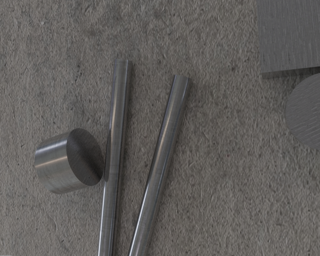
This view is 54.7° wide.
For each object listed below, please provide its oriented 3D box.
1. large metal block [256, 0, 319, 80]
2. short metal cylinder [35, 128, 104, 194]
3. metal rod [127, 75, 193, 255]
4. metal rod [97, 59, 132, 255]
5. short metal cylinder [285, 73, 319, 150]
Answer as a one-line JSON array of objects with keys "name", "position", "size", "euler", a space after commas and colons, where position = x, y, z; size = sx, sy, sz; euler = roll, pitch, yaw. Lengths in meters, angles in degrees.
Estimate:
[{"name": "large metal block", "position": [0.152, -0.101, 0.342], "size": [0.080, 0.050, 0.080], "euler": [-4, 89, 20]}, {"name": "short metal cylinder", "position": [-0.121, 0.045, 0.422], "size": [0.050, 0.080, 0.080], "euler": [-18, 84, 19]}, {"name": "metal rod", "position": [-0.007, 0.078, 0.411], "size": [0.025, 0.025, 0.298], "euler": [16, 95, 19]}, {"name": "metal rod", "position": [-0.064, 0.056, 0.431], "size": [0.025, 0.025, 0.298], "euler": [6, 92, 20]}, {"name": "short metal cylinder", "position": [0.178, -0.017, 0.333], "size": [0.080, 0.050, 0.079], "euler": [0, 90, 20]}]
